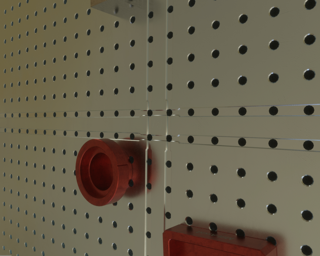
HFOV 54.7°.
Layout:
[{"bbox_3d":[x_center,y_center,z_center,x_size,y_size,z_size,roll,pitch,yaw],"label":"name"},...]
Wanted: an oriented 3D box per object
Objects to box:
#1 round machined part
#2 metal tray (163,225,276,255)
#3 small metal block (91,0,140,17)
[{"bbox_3d":[-0.080,0.064,0.465,0.098,0.042,0.097,0,90,40],"label":"round machined part"},{"bbox_3d":[0.064,0.167,0.353,0.130,0.030,0.089,-4,88,40],"label":"metal tray"},{"bbox_3d":[-0.064,-0.186,0.446,0.050,0.050,0.025,-1,89,40],"label":"small metal block"}]
